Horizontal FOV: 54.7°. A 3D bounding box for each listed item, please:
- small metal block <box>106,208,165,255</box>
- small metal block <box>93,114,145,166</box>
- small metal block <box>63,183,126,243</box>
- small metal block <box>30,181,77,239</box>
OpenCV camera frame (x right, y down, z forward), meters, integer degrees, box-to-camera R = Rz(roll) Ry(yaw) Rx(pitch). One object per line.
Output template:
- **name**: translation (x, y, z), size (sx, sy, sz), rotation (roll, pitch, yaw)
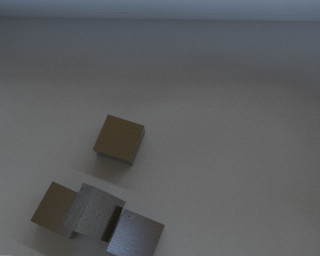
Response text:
- **small metal block**: translation (-0.027, 0.129, 0.362), size (0.050, 0.025, 0.050), rotation (21, 71, 7)
- **small metal block**: translation (-0.052, 0.016, 0.403), size (0.050, 0.025, 0.050), rotation (18, 71, 6)
- **small metal block**: translation (-0.074, 0.098, 0.358), size (0.025, 0.050, 0.050), rotation (4, 64, 44)
- **small metal block**: translation (-0.116, 0.099, 0.373), size (0.050, 0.025, 0.050), rotation (23, 71, 8)
